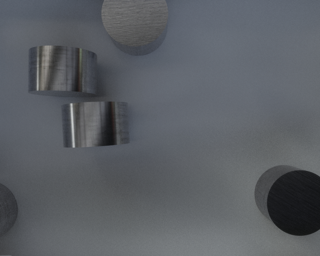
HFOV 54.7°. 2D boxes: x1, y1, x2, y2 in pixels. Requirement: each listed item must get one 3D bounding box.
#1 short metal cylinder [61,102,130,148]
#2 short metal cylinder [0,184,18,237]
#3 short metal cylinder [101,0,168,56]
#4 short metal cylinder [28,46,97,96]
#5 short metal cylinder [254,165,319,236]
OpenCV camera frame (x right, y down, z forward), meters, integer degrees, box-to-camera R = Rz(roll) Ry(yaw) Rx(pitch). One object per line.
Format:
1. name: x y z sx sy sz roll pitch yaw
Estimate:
1. short metal cylinder: -0.079 -0.004 0.383 0.080 0.080 0.050 -3 90 0
2. short metal cylinder: -0.234 0.112 0.397 0.081 0.050 0.080 0 90 0
3. short metal cylinder: -0.030 -0.138 0.398 0.081 0.050 0.080 0 90 0
4. short metal cylinder: -0.119 -0.067 0.383 0.081 0.080 0.050 1 90 0
5. short metal cylinder: 0.170 0.091 0.400 0.081 0.050 0.080 0 90 0
